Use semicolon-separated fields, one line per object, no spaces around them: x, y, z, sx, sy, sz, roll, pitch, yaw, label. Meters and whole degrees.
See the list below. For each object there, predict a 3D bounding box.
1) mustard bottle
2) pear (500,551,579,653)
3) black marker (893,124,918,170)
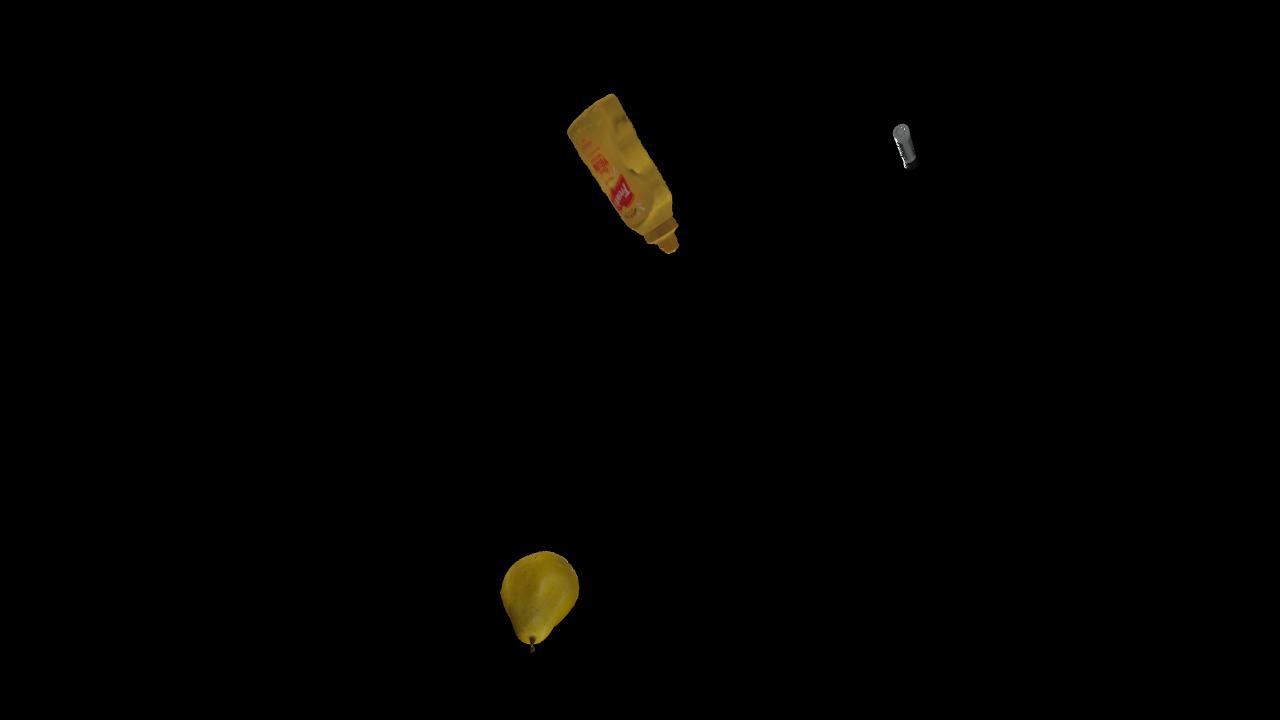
-0.008;-0.203;0.710;0.054;0.184;0.092;-41;15;-30;mustard bottle
-0.104;0.248;0.610;0.080;0.080;0.111;0;30;7;pear
0.345;-0.273;0.797;0.020;0.020;0.121;0;-3;29;black marker
